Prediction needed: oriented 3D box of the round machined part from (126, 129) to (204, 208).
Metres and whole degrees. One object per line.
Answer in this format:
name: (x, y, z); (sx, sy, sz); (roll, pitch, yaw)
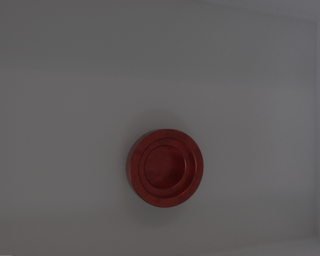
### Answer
round machined part: (0.003, 0.050, 0.403); (0.099, 0.042, 0.097); (0, 90, -20)
